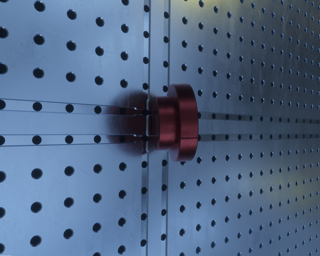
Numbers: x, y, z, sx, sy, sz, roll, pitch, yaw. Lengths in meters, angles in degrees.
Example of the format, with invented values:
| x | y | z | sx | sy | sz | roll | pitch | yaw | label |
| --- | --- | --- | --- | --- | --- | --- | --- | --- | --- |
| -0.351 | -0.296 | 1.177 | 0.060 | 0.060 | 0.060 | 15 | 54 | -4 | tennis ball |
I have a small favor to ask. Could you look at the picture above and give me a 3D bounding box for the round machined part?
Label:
| x | y | z | sx | sy | sz | roll | pitch | yaw | label |
| --- | --- | --- | --- | --- | --- | --- | --- | --- | --- |
| 0.015 | -0.006 | 0.387 | 0.042 | 0.098 | 0.097 | -2 | 92 | -9 | round machined part |
